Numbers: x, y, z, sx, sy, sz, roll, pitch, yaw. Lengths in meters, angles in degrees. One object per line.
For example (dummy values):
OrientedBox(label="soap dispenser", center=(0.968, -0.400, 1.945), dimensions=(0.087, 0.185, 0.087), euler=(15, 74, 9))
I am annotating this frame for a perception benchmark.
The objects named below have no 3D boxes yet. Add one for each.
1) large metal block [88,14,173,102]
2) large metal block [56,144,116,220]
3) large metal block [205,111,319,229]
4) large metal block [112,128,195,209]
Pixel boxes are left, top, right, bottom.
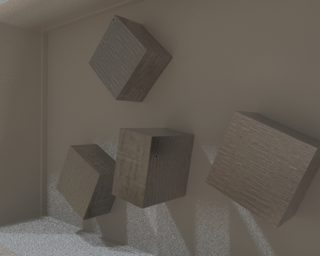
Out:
OrientedBox(label="large metal block", center=(-0.043, -0.093, 0.426), dimensions=(0.080, 0.050, 0.080), euler=(52, 120, 27))
OrientedBox(label="large metal block", center=(-0.108, 0.080, 0.480), dimensions=(0.080, 0.050, 0.079), euler=(35, 112, 34))
OrientedBox(label="large metal block", center=(0.104, 0.036, 0.305), dimensions=(0.080, 0.050, 0.079), euler=(31, 109, 35))
OrientedBox(label="large metal block", center=(-0.007, 0.044, 0.377), dimensions=(0.050, 0.081, 0.079), euler=(13, 99, 39))
